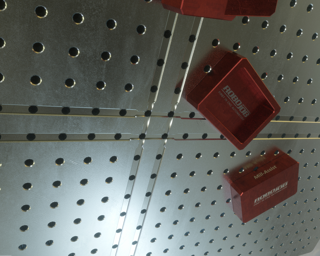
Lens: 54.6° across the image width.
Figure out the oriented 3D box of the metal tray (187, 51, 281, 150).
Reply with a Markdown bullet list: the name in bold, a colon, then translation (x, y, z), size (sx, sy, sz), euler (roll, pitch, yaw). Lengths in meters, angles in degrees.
- **metal tray**: translation (0.110, -0.034, 0.445), size (0.090, 0.030, 0.130), euler (-47, 129, 5)

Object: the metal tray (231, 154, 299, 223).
- **metal tray**: translation (0.200, 0.114, 0.587), size (0.131, 0.030, 0.090), euler (-25, 128, -13)

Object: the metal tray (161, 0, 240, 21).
- **metal tray**: translation (0.056, -0.178, 0.306), size (0.091, 0.030, 0.129), euler (-12, 125, -41)

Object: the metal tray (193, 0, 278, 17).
- **metal tray**: translation (0.084, -0.186, 0.319), size (0.091, 0.030, 0.129), euler (-1, 121, -6)
